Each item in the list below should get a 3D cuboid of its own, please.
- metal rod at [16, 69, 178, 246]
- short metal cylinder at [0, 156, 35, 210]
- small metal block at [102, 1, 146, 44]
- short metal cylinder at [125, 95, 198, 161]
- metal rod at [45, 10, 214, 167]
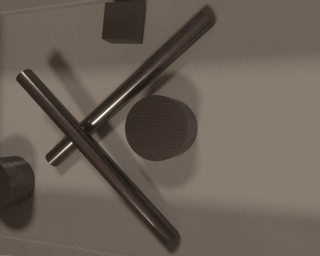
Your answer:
[{"bbox_3d":[-0.087,0.036,0.418,0.025,0.025,0.300,-44,85,14],"label":"metal rod"},{"bbox_3d":[-0.245,0.085,0.482,0.080,0.050,0.079,0,90,19],"label":"short metal cylinder"},{"bbox_3d":[-0.050,-0.144,0.427,0.050,0.025,0.050,6,92,19],"label":"small metal block"},{"bbox_3d":[0.003,0.000,0.395,0.080,0.050,0.079,0,90,19],"label":"short metal cylinder"},{"bbox_3d":[-0.051,-0.045,0.427,0.300,0.025,0.025,-40,78,15],"label":"metal rod"}]
